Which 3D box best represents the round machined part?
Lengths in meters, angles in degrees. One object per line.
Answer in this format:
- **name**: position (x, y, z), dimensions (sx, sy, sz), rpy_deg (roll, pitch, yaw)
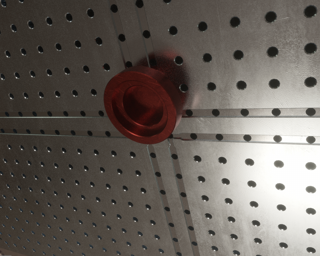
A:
- **round machined part**: position (-0.018, -0.032, 0.389), dimensions (0.098, 0.042, 0.097), rpy_deg (13, 124, 20)
